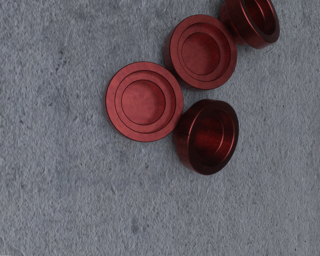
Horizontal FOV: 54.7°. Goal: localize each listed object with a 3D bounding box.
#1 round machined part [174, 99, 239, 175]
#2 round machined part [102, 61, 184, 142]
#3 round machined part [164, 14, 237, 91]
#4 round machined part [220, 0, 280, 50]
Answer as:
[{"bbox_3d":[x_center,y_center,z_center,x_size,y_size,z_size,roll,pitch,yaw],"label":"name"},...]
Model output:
[{"bbox_3d":[0.057,0.010,0.409,0.099,0.042,0.097,-11,108,-38],"label":"round machined part"},{"bbox_3d":[-0.023,-0.032,0.391,0.099,0.042,0.097,0,90,-20],"label":"round machined part"},{"bbox_3d":[0.051,-0.098,0.418,0.099,0.042,0.097,0,90,-20],"label":"round machined part"},{"bbox_3d":[0.121,-0.154,0.431,0.099,0.042,0.098,16,65,-38],"label":"round machined part"}]
